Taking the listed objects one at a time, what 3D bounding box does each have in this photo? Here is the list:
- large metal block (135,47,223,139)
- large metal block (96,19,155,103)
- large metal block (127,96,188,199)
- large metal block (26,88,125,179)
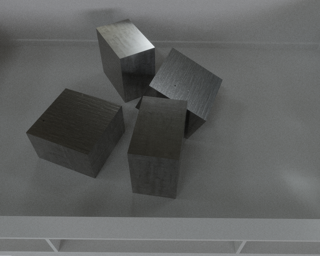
[{"bbox_3d":[0.026,-0.046,0.409,0.080,0.050,0.080,32,53,-6],"label":"large metal block"},{"bbox_3d":[-0.048,-0.098,0.451,0.050,0.080,0.080,-23,54,-19],"label":"large metal block"},{"bbox_3d":[0.000,0.022,0.351,0.050,0.080,0.080,7,50,5],"label":"large metal block"},{"bbox_3d":[-0.099,0.005,0.384,0.080,0.050,0.080,18,52,14],"label":"large metal block"}]
